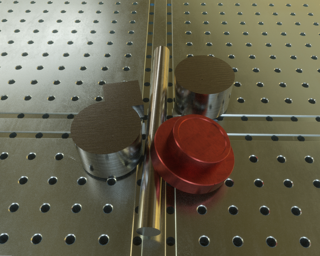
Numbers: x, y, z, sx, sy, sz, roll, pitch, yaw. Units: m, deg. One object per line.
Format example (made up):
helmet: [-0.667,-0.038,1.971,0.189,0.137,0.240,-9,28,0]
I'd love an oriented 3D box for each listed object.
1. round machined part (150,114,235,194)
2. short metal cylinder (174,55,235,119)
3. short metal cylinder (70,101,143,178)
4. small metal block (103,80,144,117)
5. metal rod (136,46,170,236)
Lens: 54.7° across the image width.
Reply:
round machined part: [0.041,0.023,0.357,0.099,0.042,0.098,11,48,-12]
short metal cylinder: [0.060,-0.057,0.434,0.081,0.050,0.080,0,50,0]
short metal cylinder: [-0.062,0.013,0.374,0.081,0.050,0.080,0,50,0]
small metal block: [-0.051,-0.038,0.434,0.050,0.025,0.050,-9,51,-7]
metal rod: [-0.004,-0.009,0.410,0.025,0.025,0.300,2,50,2]
